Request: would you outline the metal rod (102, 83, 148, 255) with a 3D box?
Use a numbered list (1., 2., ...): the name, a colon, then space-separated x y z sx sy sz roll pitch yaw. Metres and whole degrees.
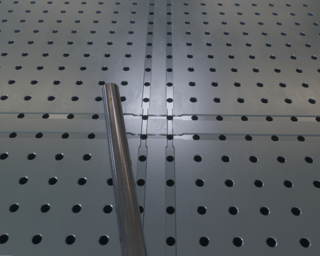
1. metal rod: -0.043 0.056 0.360 0.025 0.025 0.300 -9 51 -7
